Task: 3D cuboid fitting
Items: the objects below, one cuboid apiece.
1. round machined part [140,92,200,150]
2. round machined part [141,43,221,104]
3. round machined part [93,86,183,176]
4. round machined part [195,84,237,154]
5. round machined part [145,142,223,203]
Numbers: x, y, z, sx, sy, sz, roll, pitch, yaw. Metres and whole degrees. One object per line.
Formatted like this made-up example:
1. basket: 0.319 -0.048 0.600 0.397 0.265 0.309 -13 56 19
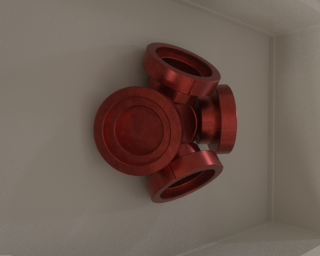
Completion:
1. round machined part: 0.014 -0.006 0.406 0.099 0.042 0.097 0 90 -40
2. round machined part: 0.023 -0.066 0.390 0.099 0.098 0.042 -5 131 -40
3. round machined part: -0.021 0.002 0.353 0.042 0.098 0.097 -24 109 -77
4. round machined part: 0.071 -0.012 0.432 0.042 0.098 0.097 -2 92 -4
5. round machined part: 0.027 0.054 0.393 0.099 0.097 0.042 -2 55 -40
